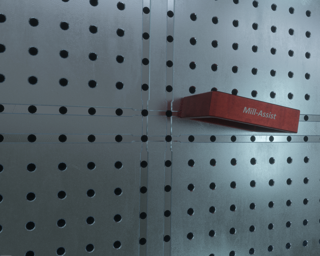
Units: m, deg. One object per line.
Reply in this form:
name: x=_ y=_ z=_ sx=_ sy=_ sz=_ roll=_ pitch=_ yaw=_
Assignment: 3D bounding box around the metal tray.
metal tray: x=0.105 y=-0.018 z=0.416 sx=0.131 sy=0.090 sz=0.030 roll=10 pitch=87 yaw=-20
